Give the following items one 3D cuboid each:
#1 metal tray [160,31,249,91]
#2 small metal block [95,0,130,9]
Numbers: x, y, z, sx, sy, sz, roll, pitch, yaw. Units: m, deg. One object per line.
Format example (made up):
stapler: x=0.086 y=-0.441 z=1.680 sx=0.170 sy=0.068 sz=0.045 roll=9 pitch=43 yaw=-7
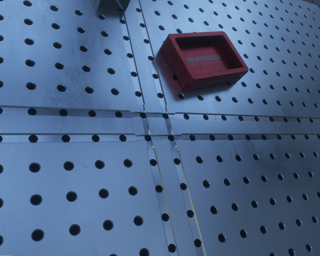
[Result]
metal tray: x=0.076 y=-0.115 z=0.515 sx=0.131 sy=0.030 sz=0.090 roll=-15 pitch=69 yaw=-34
small metal block: x=-0.080 y=-0.221 z=0.500 sx=0.050 sy=0.025 sz=0.050 roll=-9 pitch=66 yaw=-32
